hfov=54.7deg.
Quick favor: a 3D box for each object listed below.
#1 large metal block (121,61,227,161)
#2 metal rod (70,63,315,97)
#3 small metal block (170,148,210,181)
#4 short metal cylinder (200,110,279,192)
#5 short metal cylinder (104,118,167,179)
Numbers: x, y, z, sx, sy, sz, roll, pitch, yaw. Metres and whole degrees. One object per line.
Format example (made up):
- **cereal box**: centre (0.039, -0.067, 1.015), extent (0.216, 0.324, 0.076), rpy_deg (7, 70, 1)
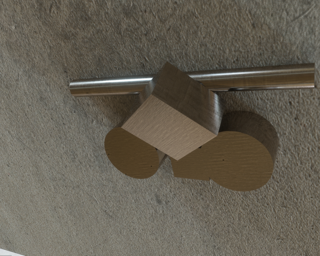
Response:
- **large metal block**: centre (0.014, -0.015, 0.352), extent (0.080, 0.050, 0.080), rpy_deg (31, 144, -13)
- **metal rod**: centre (0.015, -0.053, 0.367), extent (0.300, 0.025, 0.025), rpy_deg (1, 119, 27)
- **small metal block**: centre (0.042, 0.040, 0.412), extent (0.050, 0.025, 0.050), rpy_deg (2, 120, 27)
- **short metal cylinder**: centre (0.093, 0.026, 0.359), extent (0.080, 0.050, 0.079), rpy_deg (13, 124, 21)
- **short metal cylinder**: centre (-0.027, 0.022, 0.419), extent (0.080, 0.050, 0.079), rpy_deg (13, 124, 21)
